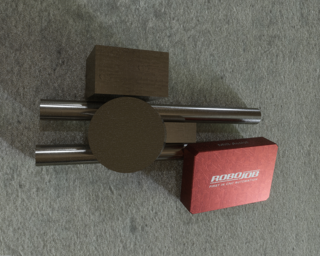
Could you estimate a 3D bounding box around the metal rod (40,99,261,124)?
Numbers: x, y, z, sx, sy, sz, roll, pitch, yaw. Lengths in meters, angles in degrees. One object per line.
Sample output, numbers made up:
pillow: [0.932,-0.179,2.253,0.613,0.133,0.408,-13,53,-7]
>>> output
metal rod: [0.003,-0.020,0.412,0.303,0.025,0.025,1,90,-21]

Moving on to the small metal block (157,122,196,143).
small metal block: [0.013,0.005,0.402,0.050,0.050,0.025,1,90,-20]

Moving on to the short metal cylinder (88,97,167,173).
short metal cylinder: [-0.034,0.008,0.347,0.080,0.050,0.079,0,88,3]

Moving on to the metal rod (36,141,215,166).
metal rod: [-0.002,0.031,0.411,0.303,0.025,0.025,0,90,-21]

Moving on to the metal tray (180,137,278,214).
metal tray: [0.096,0.063,0.430,0.131,0.030,0.089,-4,109,-22]

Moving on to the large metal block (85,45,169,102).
large metal block: [-0.042,-0.060,0.367,0.081,0.080,0.050,1,90,-20]
